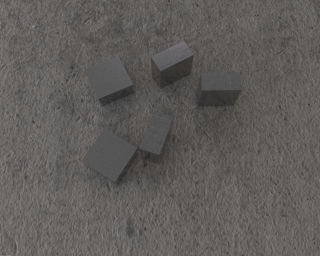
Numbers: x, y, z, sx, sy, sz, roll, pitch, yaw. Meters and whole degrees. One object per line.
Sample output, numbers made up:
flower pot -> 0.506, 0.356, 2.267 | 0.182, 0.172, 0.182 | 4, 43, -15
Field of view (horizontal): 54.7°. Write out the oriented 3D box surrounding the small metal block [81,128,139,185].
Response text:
small metal block -> -0.062, 0.037, 0.394 | 0.050, 0.025, 0.050 | 30, 73, 10

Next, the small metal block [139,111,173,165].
small metal block -> -0.004, 0.014, 0.390 | 0.025, 0.050, 0.050 | 18, 71, 6

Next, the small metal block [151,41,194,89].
small metal block -> 0.016, -0.086, 0.426 | 0.050, 0.050, 0.025 | -28, 73, -10

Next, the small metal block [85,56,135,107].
small metal block -> -0.069, -0.065, 0.431 | 0.050, 0.025, 0.050 | -24, 72, -9

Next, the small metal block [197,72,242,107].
small metal block -> 0.077, -0.050, 0.414 | 0.050, 0.050, 0.025 | -1, 70, -1
